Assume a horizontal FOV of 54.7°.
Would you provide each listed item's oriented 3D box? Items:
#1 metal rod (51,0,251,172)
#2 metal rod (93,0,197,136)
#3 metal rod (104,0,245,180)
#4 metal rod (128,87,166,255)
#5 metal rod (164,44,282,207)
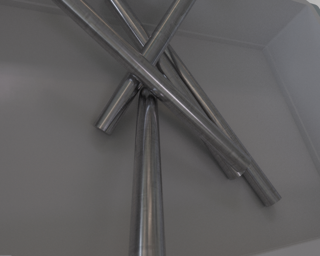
[{"bbox_3d":[-0.001,-0.050,0.367,0.300,0.025,0.025,42,50,-13],"label":"metal rod"},{"bbox_3d":[0.006,-0.123,0.399,0.025,0.025,0.300,32,78,-8],"label":"metal rod"},{"bbox_3d":[0.020,-0.058,0.425,0.025,0.025,0.299,-35,89,-38],"label":"metal rod"},{"bbox_3d":[-0.013,0.008,0.319,0.025,0.025,0.300,21,30,-16],"label":"metal rod"},{"bbox_3d":[0.075,-0.019,0.457,0.025,0.025,0.299,-25,75,-37],"label":"metal rod"}]
